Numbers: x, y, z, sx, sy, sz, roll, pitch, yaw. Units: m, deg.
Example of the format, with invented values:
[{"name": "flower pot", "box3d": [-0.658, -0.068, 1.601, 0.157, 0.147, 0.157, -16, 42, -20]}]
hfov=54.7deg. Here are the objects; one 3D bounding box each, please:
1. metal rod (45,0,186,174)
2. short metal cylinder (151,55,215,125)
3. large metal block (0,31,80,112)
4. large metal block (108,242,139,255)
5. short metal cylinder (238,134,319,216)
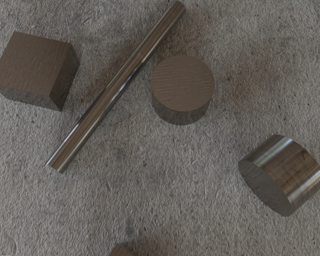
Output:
[{"name": "metal rod", "box3d": [-0.052, -0.068, 0.432, 0.025, 0.025, 0.300, 31, 73, 10]}, {"name": "short metal cylinder", "box3d": [0.029, -0.049, 0.413, 0.081, 0.050, 0.080, 0, 70, 0]}, {"name": "large metal block", "box3d": [-0.166, -0.076, 0.421, 0.080, 0.050, 0.080, 13, 71, 5]}, {"name": "large metal block", "box3d": [-0.036, 0.181, 0.328, 0.080, 0.050, 0.080, 35, 74, 11]}, {"name": "short metal cylinder", "box3d": [0.138, 0.054, 0.360, 0.050, 0.080, 0.080, -36, 74, -12]}]
